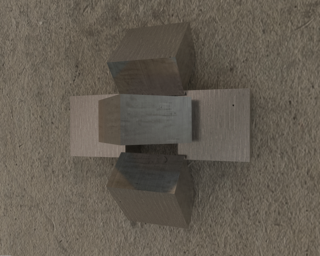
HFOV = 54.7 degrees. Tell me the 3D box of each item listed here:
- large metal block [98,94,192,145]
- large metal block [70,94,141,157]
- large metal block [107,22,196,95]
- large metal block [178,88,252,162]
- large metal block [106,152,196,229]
[{"bbox_3d":[-0.020,-0.008,0.352,0.080,0.081,0.050,0,90,64],"label":"large metal block"},{"bbox_3d":[-0.073,-0.003,0.421,0.080,0.050,0.079,0,90,19],"label":"large metal block"},{"bbox_3d":[-0.006,-0.083,0.376,0.080,0.080,0.050,0,134,20],"label":"large metal block"},{"bbox_3d":[0.067,-0.003,0.370,0.080,0.050,0.079,0,90,19],"label":"large metal block"},{"bbox_3d":[-0.006,0.076,0.376,0.080,0.080,0.050,1,47,20],"label":"large metal block"}]
